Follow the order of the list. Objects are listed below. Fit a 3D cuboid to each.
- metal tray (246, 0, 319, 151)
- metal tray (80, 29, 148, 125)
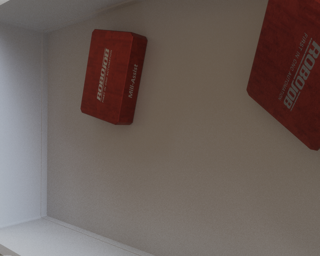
[{"bbox_3d":[0.121,-0.049,0.250,0.090,0.030,0.129,50,164,28],"label":"metal tray"},{"bbox_3d":[-0.072,-0.077,0.463,0.090,0.030,0.129,18,102,38],"label":"metal tray"}]
